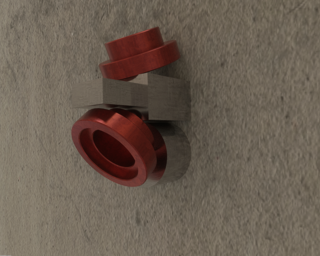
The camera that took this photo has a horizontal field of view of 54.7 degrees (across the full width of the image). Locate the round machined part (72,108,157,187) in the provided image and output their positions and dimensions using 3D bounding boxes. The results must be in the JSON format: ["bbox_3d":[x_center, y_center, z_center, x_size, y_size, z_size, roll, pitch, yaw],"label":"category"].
[{"bbox_3d":[-0.046,0.017,0.345,0.098,0.042,0.097,21,139,20],"label":"round machined part"}]

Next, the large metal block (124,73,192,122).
[{"bbox_3d":[-0.018,-0.032,0.382,0.080,0.081,0.050,-2,89,39],"label":"large metal block"}]

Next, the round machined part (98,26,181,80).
[{"bbox_3d":[-0.028,-0.092,0.375,0.098,0.099,0.042,-3,113,39],"label":"round machined part"}]

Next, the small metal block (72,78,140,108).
[{"bbox_3d":[-0.058,-0.035,0.331,0.050,0.050,0.025,-3,88,40],"label":"small metal block"}]

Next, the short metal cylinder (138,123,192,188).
[{"bbox_3d":[-0.007,0.032,0.395,0.080,0.050,0.079,0,90,39],"label":"short metal cylinder"}]
